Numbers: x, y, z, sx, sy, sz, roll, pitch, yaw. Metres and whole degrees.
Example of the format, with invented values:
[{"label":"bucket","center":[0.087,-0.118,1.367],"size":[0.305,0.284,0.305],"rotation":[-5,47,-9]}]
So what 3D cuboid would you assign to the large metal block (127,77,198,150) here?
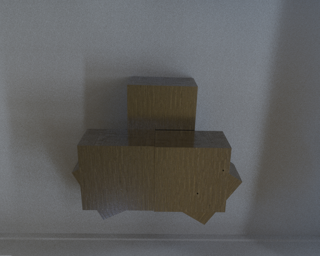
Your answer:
[{"label":"large metal block","center":[0.002,-0.020,0.389],"size":[0.081,0.050,0.079],"rotation":[1,110,-1]}]

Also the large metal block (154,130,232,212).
[{"label":"large metal block","center":[0.034,0.049,0.360],"size":[0.081,0.050,0.079],"rotation":[1,110,-1]}]

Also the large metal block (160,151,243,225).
[{"label":"large metal block","center":[0.049,0.070,0.421],"size":[0.080,0.050,0.080],"rotation":[33,107,-11]}]

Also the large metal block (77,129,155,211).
[{"label":"large metal block","center":[-0.047,0.047,0.360],"size":[0.081,0.050,0.079],"rotation":[1,110,-1]}]

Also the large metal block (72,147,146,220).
[{"label":"large metal block","center":[-0.057,0.065,0.419],"size":[0.080,0.050,0.080],"rotation":[-25,108,8]}]
